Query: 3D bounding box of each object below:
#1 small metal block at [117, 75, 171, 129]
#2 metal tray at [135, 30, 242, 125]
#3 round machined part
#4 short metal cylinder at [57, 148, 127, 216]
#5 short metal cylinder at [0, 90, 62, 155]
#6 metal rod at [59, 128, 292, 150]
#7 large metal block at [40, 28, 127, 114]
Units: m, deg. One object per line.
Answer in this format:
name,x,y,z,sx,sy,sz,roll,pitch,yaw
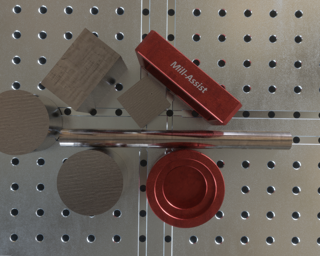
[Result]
small metal block,-0.021,-0.034,0.413,0.050,0.025,0.050,-39,90,0
metal tray,0.032,-0.056,0.380,0.130,0.090,0.030,40,90,0
round machined part,0.032,0.076,0.405,0.099,0.042,0.097,0,90,0
short metal cylinder,-0.085,0.066,0.400,0.081,0.050,0.080,0,90,0
short metal cylinder,-0.174,-0.007,0.399,0.081,0.050,0.080,0,90,0
metal rod,0.021,0.015,0.413,0.302,0.025,0.025,1,90,0
large metal block,-0.089,-0.066,0.385,0.050,0.080,0.080,39,90,-1
